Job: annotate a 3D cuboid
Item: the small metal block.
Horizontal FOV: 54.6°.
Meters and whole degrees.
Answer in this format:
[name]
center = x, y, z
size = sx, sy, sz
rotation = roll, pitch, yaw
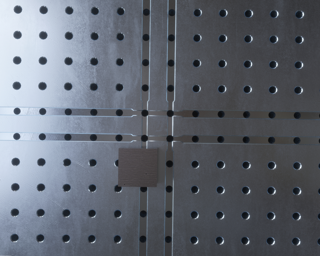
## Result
[small metal block]
center = -0.029, 0.051, 0.413
size = 0.050, 0.025, 0.050
rotation = 1, 90, 0
